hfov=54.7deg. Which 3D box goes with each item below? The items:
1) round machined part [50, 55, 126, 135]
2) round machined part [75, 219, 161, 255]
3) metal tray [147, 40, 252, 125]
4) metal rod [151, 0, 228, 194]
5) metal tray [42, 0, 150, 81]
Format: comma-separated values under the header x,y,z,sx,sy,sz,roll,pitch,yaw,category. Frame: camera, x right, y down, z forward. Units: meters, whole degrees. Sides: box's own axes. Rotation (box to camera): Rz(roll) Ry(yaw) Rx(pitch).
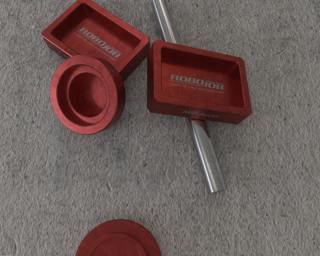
x,y,z,sx,sy,sz,roll,pitch,yaw,category
-0.087,-0.043,0.398,0.098,0.042,0.097,4,102,21,round machined part
-0.047,0.152,0.343,0.099,0.042,0.098,0,70,0,round machined part
0.050,-0.058,0.402,0.131,0.030,0.090,7,64,-17,metal tray
0.035,-0.058,0.429,0.025,0.025,0.299,-13,71,-5,metal rod
-0.091,-0.124,0.449,0.130,0.030,0.090,36,74,12,metal tray
